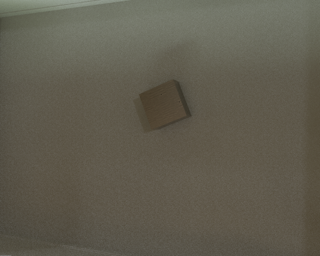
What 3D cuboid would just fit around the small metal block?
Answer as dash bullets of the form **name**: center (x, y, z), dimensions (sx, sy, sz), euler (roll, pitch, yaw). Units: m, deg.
- **small metal block**: center (0.007, -0.030, 0.408), dimensions (0.050, 0.025, 0.050), euler (-22, 83, 18)
